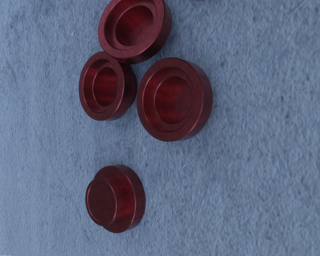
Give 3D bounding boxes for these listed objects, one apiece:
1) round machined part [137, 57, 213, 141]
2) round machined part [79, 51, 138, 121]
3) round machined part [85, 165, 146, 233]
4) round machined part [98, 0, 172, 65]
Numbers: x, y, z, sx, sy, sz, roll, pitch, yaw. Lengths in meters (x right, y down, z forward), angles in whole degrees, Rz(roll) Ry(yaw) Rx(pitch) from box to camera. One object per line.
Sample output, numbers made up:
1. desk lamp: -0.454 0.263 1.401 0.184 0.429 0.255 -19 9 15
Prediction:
1. round machined part: 0.021 -0.033 0.375 0.098 0.042 0.097 0 90 39
2. round machined part: -0.071 -0.059 0.450 0.098 0.042 0.097 0 90 39
3. round machined part: -0.071 0.104 0.450 0.098 0.042 0.097 0 90 39
4. round machined part: -0.029 -0.129 0.404 0.098 0.042 0.098 -6 76 25
